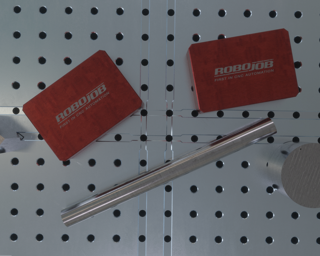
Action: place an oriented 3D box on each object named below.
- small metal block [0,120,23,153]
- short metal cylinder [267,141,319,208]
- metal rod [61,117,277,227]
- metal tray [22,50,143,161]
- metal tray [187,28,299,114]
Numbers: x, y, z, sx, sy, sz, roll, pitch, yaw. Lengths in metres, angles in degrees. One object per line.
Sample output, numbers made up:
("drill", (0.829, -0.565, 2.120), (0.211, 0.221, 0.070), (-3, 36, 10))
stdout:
("small metal block", (-0.215, 0.007, 0.399), (0.050, 0.050, 0.025), (38, 90, 0))
("short metal cylinder", (0.188, 0.058, 0.403), (0.081, 0.050, 0.079), (0, 90, 0))
("metal rod", (0.012, 0.059, 0.413), (0.301, 0.025, 0.025), (-24, 90, 0))
("metal tray", (-0.099, -0.029, 0.410), (0.130, 0.030, 0.090), (-36, 90, 0))
("metal tray", (0.108, -0.074, 0.412), (0.131, 0.030, 0.089), (-10, 90, 0))
